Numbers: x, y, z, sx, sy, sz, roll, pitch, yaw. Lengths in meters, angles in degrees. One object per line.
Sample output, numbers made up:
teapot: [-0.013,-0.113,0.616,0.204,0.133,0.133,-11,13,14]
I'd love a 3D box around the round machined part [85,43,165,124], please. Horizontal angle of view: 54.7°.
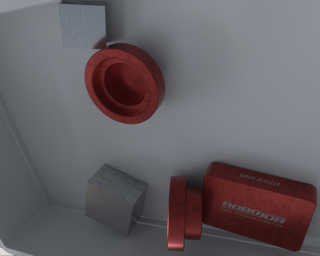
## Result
round machined part: [-0.039,-0.057,0.380,0.098,0.042,0.097,12,126,18]

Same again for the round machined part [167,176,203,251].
round machined part: [0.034,0.115,0.418,0.042,0.098,0.097,2,122,4]

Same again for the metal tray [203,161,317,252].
metal tray: [0.122,0.101,0.401,0.130,0.030,0.089,12,124,19]

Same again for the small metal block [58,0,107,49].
small metal block: [-0.089,-0.122,0.365,0.050,0.025,0.050,0,124,-6]

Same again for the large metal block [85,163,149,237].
large metal block: [-0.071,0.116,0.500,0.080,0.050,0.079,23,127,14]
